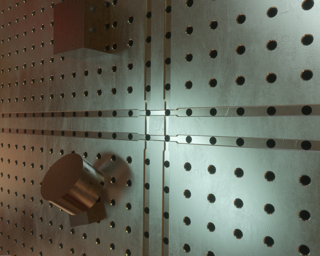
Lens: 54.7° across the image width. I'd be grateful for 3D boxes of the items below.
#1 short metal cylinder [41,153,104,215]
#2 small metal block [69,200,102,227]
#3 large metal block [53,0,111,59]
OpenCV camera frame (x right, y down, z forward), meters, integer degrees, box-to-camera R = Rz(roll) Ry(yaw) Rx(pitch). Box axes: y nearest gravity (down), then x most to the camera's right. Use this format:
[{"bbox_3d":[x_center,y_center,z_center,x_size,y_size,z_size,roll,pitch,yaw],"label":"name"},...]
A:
[{"bbox_3d":[-0.134,0.086,0.476,0.080,0.050,0.080,-21,44,21],"label":"short metal cylinder"},{"bbox_3d":[-0.127,0.133,0.511,0.050,0.025,0.050,-22,77,37],"label":"small metal block"},{"bbox_3d":[-0.125,-0.157,0.493,0.080,0.050,0.079,1,91,39],"label":"large metal block"}]
